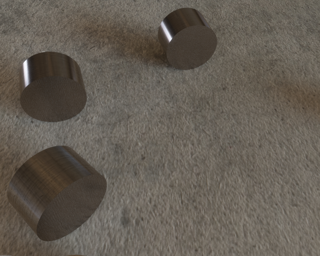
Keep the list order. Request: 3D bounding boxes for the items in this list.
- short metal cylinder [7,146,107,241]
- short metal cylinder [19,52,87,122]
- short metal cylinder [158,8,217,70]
[{"bbox_3d":[-0.101,0.065,0.312,0.050,0.080,0.080,36,58,26],"label":"short metal cylinder"},{"bbox_3d":[-0.142,-0.053,0.410,0.081,0.080,0.050,-13,52,-11],"label":"short metal cylinder"},{"bbox_3d":[0.042,-0.138,0.484,0.081,0.080,0.050,-12,51,-10],"label":"short metal cylinder"}]
